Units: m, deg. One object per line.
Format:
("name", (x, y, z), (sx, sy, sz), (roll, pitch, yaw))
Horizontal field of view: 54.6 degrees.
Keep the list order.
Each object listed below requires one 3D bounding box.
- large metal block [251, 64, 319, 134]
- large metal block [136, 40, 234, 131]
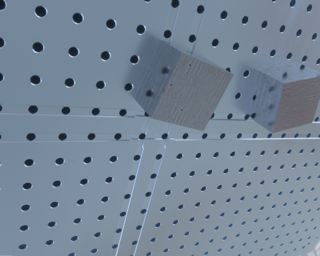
("large metal block", (0.193, -0.046, 0.471), (0.081, 0.050, 0.079), (-13, 124, -21))
("large metal block", (0.029, -0.049, 0.380), (0.081, 0.050, 0.080), (13, 112, -34))
